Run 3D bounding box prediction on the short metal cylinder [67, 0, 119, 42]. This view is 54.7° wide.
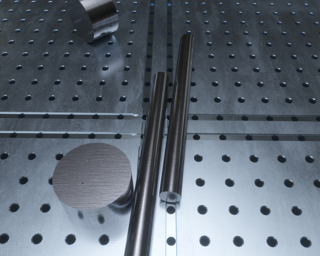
[{"bbox_3d":[-0.116,-0.196,0.536,0.050,0.080,0.080,-34,58,-25],"label":"short metal cylinder"}]

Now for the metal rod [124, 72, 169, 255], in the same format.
[{"bbox_3d":[-0.012,0.038,0.374,0.025,0.025,0.300,4,50,3],"label":"metal rod"}]

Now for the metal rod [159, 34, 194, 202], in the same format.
[{"bbox_3d":[0.029,-0.038,0.439,0.025,0.025,0.300,5,50,4],"label":"metal rod"}]

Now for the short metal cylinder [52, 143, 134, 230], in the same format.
[{"bbox_3d":[-0.070,0.063,0.338,0.080,0.050,0.080,0,50,0],"label":"short metal cylinder"}]
